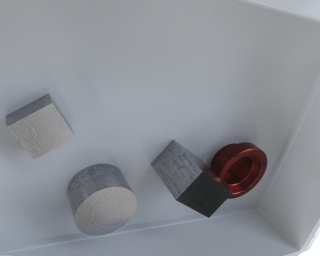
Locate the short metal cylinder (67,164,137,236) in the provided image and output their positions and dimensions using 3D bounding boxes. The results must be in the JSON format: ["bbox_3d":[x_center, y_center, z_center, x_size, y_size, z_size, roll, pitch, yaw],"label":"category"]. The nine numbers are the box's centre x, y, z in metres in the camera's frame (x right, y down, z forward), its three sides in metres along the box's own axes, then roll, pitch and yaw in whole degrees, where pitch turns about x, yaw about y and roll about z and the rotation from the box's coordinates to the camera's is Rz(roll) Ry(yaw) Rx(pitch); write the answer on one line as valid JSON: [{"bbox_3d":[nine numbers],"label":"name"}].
[{"bbox_3d":[-0.077,0.094,0.410,0.081,0.050,0.079,-14,125,-21],"label":"short metal cylinder"}]

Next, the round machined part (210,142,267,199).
[{"bbox_3d":[0.123,0.065,0.507,0.099,0.042,0.097,-14,125,-21],"label":"round machined part"}]

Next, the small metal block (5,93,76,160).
[{"bbox_3d":[-0.129,-0.001,0.338,0.050,0.025,0.050,-30,129,-9],"label":"small metal block"}]

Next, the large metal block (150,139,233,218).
[{"bbox_3d":[0.045,0.072,0.444,0.050,0.080,0.080,-48,129,6],"label":"large metal block"}]
